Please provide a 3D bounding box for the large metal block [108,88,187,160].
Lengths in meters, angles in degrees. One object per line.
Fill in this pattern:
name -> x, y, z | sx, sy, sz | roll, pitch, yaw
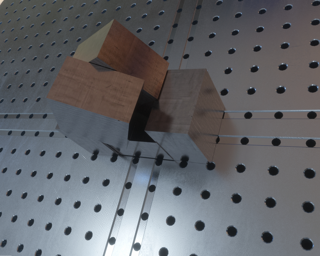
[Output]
large metal block -> -0.018, -0.008, 0.403 | 0.080, 0.050, 0.080 | 3, 63, 29

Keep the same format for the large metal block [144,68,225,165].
large metal block -> 0.033, -0.012, 0.361 | 0.050, 0.080, 0.080 | 4, 64, 30

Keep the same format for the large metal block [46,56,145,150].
large metal block -> -0.066, -0.023, 0.334 | 0.080, 0.080, 0.050 | 17, 67, -1

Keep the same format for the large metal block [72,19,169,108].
large metal block -> -0.051, -0.066, 0.357 | 0.080, 0.080, 0.050 | -12, 53, 48

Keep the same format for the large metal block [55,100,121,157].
large metal block -> -0.083, -0.014, 0.424 | 0.050, 0.080, 0.080 | 2, 63, 29
